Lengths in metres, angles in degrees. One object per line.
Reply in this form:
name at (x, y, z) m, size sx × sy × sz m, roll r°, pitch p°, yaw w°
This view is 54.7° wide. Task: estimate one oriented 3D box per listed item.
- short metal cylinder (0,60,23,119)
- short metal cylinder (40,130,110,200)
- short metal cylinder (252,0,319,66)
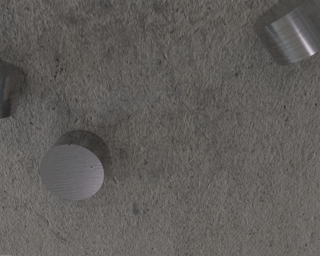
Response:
short metal cylinder at (-0.207, -0.049, 0.360) m, size 0.080 × 0.080 × 0.050 m, roll 16°, pitch 109°, yaw -6°
short metal cylinder at (-0.111, 0.048, 0.413) m, size 0.081 × 0.050 × 0.079 m, roll 0°, pitch 110°, yaw 0°
short metal cylinder at (0.151, -0.114, 0.340) m, size 0.080 × 0.080 × 0.050 m, roll -37°, pitch 106°, yaw 12°
